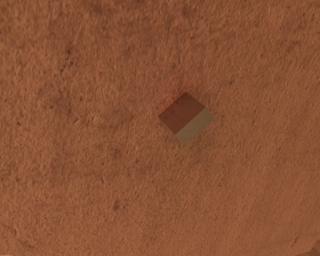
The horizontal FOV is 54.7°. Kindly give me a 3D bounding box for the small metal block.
[{"bbox_3d":[0.033,-0.013,0.402,0.050,0.050,0.025,-42,130,1],"label":"small metal block"}]
